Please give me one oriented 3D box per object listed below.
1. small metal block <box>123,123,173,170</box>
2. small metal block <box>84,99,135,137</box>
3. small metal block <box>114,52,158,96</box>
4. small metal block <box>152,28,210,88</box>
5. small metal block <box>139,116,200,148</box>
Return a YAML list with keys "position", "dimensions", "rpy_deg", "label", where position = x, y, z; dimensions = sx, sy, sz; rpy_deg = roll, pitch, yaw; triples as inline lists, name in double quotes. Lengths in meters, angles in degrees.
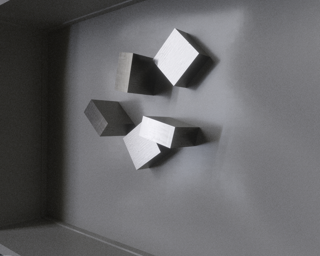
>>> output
- position: [-0.017, 0.022, 0.421]
  dimensions: [0.050, 0.025, 0.050]
  rpy_deg: [-39, 66, 33]
  label: "small metal block"
- position: [-0.074, -0.015, 0.452]
  dimensions: [0.050, 0.050, 0.025]
  rpy_deg: [52, 120, 27]
  label: "small metal block"
- position: [-0.031, -0.072, 0.416]
  dimensions: [0.025, 0.050, 0.050]
  rpy_deg: [16, 100, 39]
  label: "small metal block"
- position: [0.026, -0.086, 0.386]
  dimensions: [0.050, 0.025, 0.050]
  rpy_deg: [-51, 60, 28]
  label: "small metal block"
- position: [0.012, 0.004, 0.381]
  dimensions: [0.050, 0.050, 0.025]
  rpy_deg: [20, 103, 38]
  label: "small metal block"
